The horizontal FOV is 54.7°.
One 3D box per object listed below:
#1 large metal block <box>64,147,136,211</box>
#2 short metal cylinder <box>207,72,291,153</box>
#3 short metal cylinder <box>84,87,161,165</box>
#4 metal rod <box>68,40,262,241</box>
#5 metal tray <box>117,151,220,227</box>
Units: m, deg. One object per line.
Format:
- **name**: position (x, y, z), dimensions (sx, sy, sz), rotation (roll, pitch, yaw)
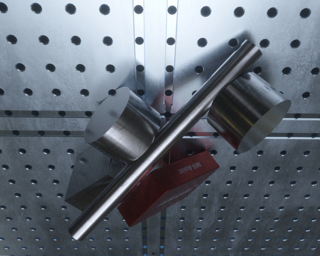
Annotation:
- **large metal block**: position (-0.077, 0.064, 0.428), dimensions (0.080, 0.080, 0.050), rotation (-32, 123, 24)
- **short metal cylinder**: position (0.101, -0.017, 0.356), dimensions (0.080, 0.050, 0.080), rotation (-32, 152, -19)
- **short metal cylinder**: position (-0.045, -0.003, 0.372), dimensions (0.080, 0.080, 0.050), rotation (-36, 122, 26)
- **metal rod**: position (0.000, 0.020, 0.358), dimensions (0.299, 0.025, 0.025), rotation (-47, 119, 7)
- **metal tray**: position (0.015, 0.080, 0.425), dimensions (0.131, 0.030, 0.090), rotation (-11, 148, -51)
